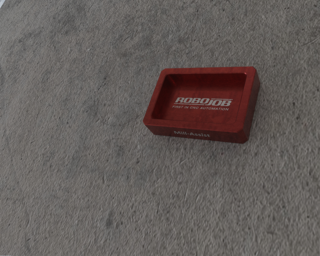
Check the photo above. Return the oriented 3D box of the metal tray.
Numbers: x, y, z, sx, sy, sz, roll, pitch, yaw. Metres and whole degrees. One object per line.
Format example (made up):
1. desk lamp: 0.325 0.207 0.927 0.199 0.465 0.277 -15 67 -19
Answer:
1. metal tray: 0.051 -0.032 0.393 0.130 0.030 0.090 5 64 30
